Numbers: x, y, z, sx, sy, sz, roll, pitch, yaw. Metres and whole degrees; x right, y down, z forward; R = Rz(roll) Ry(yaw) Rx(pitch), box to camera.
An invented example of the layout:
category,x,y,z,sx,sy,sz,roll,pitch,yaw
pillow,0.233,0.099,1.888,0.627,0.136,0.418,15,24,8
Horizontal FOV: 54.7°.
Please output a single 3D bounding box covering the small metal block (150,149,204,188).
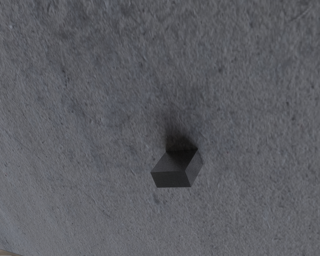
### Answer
category,x,y,z,sx,sy,sz,roll,pitch,yaw
small metal block,0.023,0.053,0.410,0.050,0.050,0.025,-7,115,31
